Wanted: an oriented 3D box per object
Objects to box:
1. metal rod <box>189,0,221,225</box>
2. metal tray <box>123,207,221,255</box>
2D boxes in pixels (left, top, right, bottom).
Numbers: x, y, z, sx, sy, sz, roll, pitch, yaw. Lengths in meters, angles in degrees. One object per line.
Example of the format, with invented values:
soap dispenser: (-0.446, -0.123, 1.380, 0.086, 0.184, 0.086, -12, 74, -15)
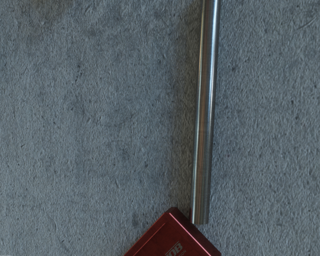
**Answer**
metal rod: (0.057, -0.031, 0.388, 0.025, 0.025, 0.298, 3, 91, 20)
metal tray: (0.004, 0.180, 0.404, 0.090, 0.030, 0.130, 44, 103, 14)
